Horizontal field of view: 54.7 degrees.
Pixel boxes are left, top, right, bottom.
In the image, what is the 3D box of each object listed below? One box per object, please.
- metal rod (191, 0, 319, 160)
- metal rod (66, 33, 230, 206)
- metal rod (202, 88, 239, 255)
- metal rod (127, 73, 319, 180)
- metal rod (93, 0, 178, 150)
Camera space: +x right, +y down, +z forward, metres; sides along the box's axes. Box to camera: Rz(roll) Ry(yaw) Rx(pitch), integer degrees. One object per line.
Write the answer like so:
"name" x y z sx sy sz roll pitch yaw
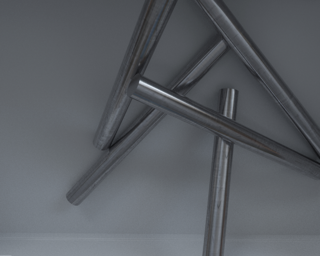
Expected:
"metal rod" 0.141 -0.050 0.379 0.025 0.025 0.300 -41 111 13
"metal rod" -0.024 -0.001 0.410 0.025 0.025 0.299 41 105 -14
"metal rod" 0.070 0.099 0.378 0.025 0.025 0.298 7 83 -3
"metal rod" 0.099 0.010 0.369 0.302 0.025 0.025 23 110 -27
"metal rod" -0.025 -0.066 0.311 0.025 0.025 0.298 23 138 -8
